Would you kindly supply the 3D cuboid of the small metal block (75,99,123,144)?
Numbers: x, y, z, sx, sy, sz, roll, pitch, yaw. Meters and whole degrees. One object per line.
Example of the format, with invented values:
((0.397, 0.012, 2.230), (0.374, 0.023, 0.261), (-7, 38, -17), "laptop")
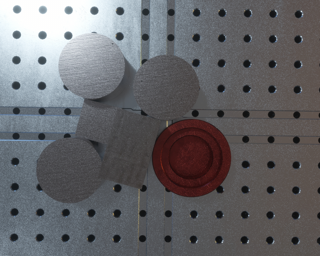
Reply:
((-0.079, -0.008, 0.412), (0.050, 0.025, 0.050), (15, 90, 0), "small metal block")

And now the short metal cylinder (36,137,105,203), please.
((-0.109, 0.051, 0.400), (0.081, 0.050, 0.080), (0, 90, 0), "short metal cylinder")

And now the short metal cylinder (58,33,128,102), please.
((-0.083, -0.075, 0.400), (0.081, 0.050, 0.080), (0, 90, 0), "short metal cylinder")

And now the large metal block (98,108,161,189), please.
((-0.034, 0.023, 0.382), (0.050, 0.080, 0.080), (16, 90, 0), "large metal block")

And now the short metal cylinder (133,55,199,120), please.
((0.008, -0.049, 0.400), (0.081, 0.050, 0.080), (0, 90, 0), "short metal cylinder")

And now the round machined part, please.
((0.039, 0.037, 0.405), (0.099, 0.042, 0.097), (0, 90, 0), "round machined part")
